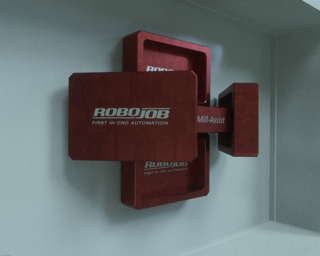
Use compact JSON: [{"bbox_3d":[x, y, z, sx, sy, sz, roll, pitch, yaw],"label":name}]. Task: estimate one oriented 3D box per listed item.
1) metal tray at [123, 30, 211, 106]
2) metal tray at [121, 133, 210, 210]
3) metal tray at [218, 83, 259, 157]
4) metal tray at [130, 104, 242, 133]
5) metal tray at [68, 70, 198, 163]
[{"bbox_3d":[0.013,-0.070,0.412,0.131,0.030,0.089,0,91,-41],"label":"metal tray"},{"bbox_3d":[0.012,0.051,0.409,0.131,0.030,0.089,0,90,-41],"label":"metal tray"},{"bbox_3d":[0.105,-0.010,0.433,0.030,0.130,0.089,1,90,2],"label":"metal tray"},{"bbox_3d":[0.029,-0.010,0.387,0.131,0.090,0.030,0,90,-41],"label":"metal tray"},{"bbox_3d":[-0.027,-0.012,0.322,0.030,0.131,0.089,3,87,-82],"label":"metal tray"}]
